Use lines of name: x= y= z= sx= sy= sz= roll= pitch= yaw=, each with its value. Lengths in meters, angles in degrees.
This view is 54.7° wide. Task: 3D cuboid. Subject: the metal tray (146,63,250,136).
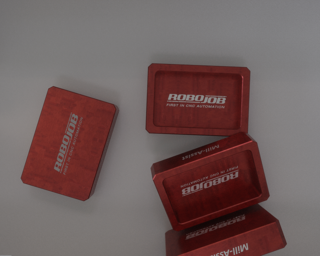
metal tray: x=0.049 y=-0.036 z=0.408 sx=0.131 sy=0.030 sz=0.089 roll=2 pitch=90 yaw=0

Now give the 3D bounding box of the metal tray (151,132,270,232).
metal tray: x=0.064 y=0.069 z=0.392 sx=0.131 sy=0.030 sz=0.090 roll=-20 pitch=112 yaw=0

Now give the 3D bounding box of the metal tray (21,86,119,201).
metal tray: x=-0.116 y=0.020 z=0.408 sx=0.090 sy=0.030 sz=0.129 roll=17 pitch=90 yaw=0

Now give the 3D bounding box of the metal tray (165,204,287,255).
metal tray: x=0.073 y=0.135 z=0.379 sx=0.131 sy=0.090 sz=0.030 roll=-19 pitch=90 yaw=0
